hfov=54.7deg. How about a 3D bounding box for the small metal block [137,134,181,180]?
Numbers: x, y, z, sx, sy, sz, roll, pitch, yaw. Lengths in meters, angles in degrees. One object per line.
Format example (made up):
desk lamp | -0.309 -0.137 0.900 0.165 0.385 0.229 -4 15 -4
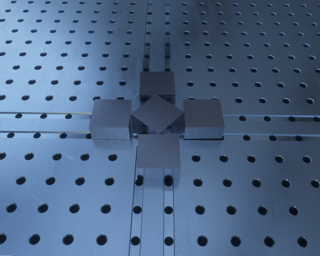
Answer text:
small metal block | -0.002 0.035 0.378 0.050 0.025 0.050 0 50 0

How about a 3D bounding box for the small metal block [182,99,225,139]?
small metal block | 0.057 -0.012 0.418 0.050 0.025 0.050 0 50 -1

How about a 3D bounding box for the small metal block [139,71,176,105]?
small metal block | -0.004 -0.057 0.456 0.050 0.025 0.050 0 50 -1

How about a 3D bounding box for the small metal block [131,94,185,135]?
small metal block | -0.003 -0.012 0.417 0.050 0.025 0.050 35 58 25

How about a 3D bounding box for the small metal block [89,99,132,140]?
small metal block | -0.064 -0.012 0.417 0.050 0.025 0.050 1 50 0
